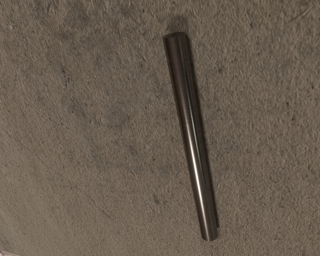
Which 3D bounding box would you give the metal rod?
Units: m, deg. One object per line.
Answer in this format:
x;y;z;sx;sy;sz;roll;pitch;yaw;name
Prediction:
0.045;0.030;0.400;0.025;0.025;0.298;1;119;27;metal rod
